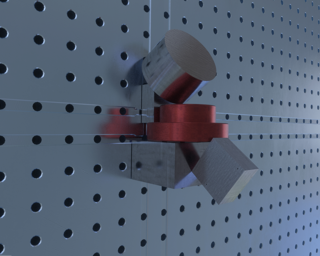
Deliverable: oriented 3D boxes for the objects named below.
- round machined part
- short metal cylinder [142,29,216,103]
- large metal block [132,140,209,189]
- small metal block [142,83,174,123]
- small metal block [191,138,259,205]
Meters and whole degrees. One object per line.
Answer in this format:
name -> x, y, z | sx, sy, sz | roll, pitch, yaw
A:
round machined part -> 0.034, -0.006, 0.378 | 0.099, 0.098, 0.042 | 1, 90, -40
short metal cylinder -> 0.024, -0.077, 0.393 | 0.080, 0.050, 0.080 | 23, 47, -27
large metal block -> 0.021, 0.042, 0.392 | 0.081, 0.080, 0.050 | 1, 90, -40
small metal block -> 0.004, -0.031, 0.413 | 0.050, 0.025, 0.050 | 1, 90, -40
small metal block -> 0.068, 0.046, 0.334 | 0.025, 0.050, 0.050 | 2, 127, -41
